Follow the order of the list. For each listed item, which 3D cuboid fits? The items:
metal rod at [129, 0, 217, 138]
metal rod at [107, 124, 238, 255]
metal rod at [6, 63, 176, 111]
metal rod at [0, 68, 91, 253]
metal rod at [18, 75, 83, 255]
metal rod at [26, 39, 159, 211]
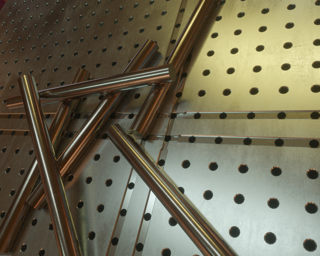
[{"bbox_3d":[0.034,-0.120,0.464,0.025,0.025,0.300,15,69,34],"label":"metal rod"},{"bbox_3d":[0.019,0.086,0.346,0.025,0.025,0.300,-44,51,-2],"label":"metal rod"},{"bbox_3d":[-0.119,-0.058,0.474,0.300,0.025,0.025,-7,59,25],"label":"metal rod"},{"bbox_3d":[-0.175,0.035,0.479,0.025,0.025,0.300,5,64,30],"label":"metal rod"},{"bbox_3d":[-0.157,0.044,0.429,0.025,0.025,0.299,-30,63,9],"label":"metal rod"},{"bbox_3d":[-0.094,-0.012,0.466,0.025,0.025,0.300,25,75,37],"label":"metal rod"}]
